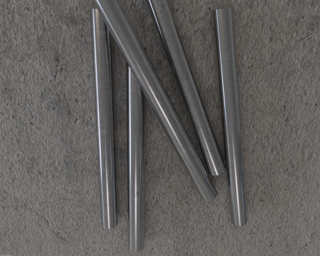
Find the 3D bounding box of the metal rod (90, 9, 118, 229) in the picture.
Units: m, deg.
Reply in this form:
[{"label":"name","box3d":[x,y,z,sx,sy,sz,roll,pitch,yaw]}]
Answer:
[{"label":"metal rod","box3d":[-0.072,0.002,0.409,0.025,0.025,0.298,1,110,-1]}]

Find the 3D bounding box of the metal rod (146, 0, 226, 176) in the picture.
[{"label":"metal rod","box3d":[0.027,-0.072,0.383,0.025,0.025,0.299,-20,109,7]}]

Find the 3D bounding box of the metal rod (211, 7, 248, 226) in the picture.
[{"label":"metal rod","box3d":[0.095,0.000,0.410,0.025,0.025,0.298,-8,110,3]}]

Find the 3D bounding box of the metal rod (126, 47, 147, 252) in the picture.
[{"label":"metal rod","box3d":[-0.033,0.042,0.424,0.025,0.025,0.298,1,110,-1]}]

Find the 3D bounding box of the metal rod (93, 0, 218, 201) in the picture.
[{"label":"metal rod","box3d":[0.006,-0.022,0.382,0.025,0.025,0.299,-25,115,9]}]
